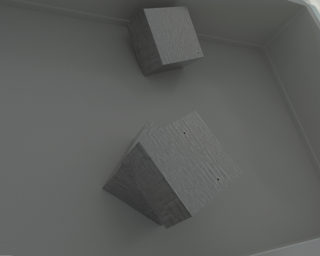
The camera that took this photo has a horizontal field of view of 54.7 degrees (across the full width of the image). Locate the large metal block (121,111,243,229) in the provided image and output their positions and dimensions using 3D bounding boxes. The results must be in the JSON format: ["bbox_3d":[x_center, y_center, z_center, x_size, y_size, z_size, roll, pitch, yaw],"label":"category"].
[{"bbox_3d":[0.022,0.040,0.314,0.081,0.050,0.080,-28,78,-38],"label":"large metal block"}]

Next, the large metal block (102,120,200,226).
[{"bbox_3d":[-0.006,0.051,0.357,0.080,0.050,0.080,34,51,-6],"label":"large metal block"}]

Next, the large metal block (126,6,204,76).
[{"bbox_3d":[0.008,-0.129,0.460,0.081,0.050,0.080,-20,91,-36],"label":"large metal block"}]
